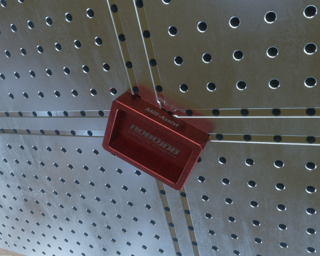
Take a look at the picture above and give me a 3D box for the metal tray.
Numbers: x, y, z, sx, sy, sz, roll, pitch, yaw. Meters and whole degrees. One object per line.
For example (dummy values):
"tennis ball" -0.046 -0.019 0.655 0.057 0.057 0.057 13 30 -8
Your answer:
"metal tray" -0.010 0.019 0.423 0.130 0.030 0.089 28 128 9
